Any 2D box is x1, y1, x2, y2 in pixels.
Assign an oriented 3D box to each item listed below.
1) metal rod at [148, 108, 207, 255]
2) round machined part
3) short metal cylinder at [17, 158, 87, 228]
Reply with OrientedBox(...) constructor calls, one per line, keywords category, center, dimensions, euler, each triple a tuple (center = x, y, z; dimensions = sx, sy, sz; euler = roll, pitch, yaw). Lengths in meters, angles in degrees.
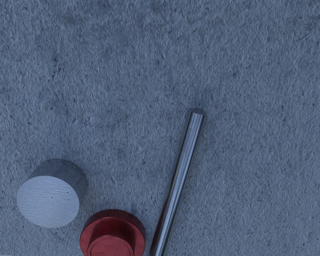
OrientedBox(category="metal rod", center=(0.016, 0.114, 0.452), dimensions=(0.025, 0.025, 0.298), euler=(12, 110, -5))
OrientedBox(category="round machined part", center=(-0.071, 0.175, 0.464), dimensions=(0.099, 0.042, 0.097), euler=(0, 110, -1))
OrientedBox(category="short metal cylinder", center=(-0.146, 0.089, 0.427), dimensions=(0.081, 0.050, 0.079), euler=(0, 110, -1))
